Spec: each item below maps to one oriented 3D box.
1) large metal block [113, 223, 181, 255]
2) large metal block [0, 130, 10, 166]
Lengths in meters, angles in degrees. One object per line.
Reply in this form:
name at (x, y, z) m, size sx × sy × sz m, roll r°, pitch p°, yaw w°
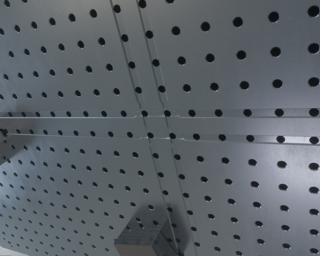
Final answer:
large metal block at (-0.020, 0.214, 0.539) m, size 0.080 × 0.050 × 0.080 m, roll -11°, pitch 113°, yaw 33°
large metal block at (-0.340, 0.048, 0.586) m, size 0.050 × 0.080 × 0.080 m, roll 35°, pitch 129°, yaw 5°
